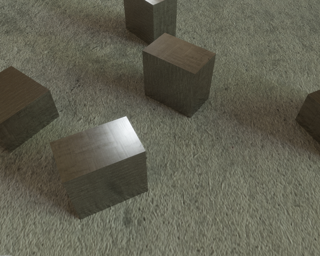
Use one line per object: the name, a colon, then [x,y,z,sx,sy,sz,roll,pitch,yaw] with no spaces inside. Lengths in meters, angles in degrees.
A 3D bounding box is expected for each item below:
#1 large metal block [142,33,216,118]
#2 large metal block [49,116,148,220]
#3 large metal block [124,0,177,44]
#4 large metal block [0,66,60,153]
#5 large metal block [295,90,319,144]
large metal block: [0.025,-0.072,0.428,0.080,0.080,0.050,29,56,22]
large metal block: [-0.061,0.044,0.330,0.081,0.080,0.050,-20,53,-16]
large metal block: [-0.017,-0.198,0.534,0.050,0.080,0.080,-33,58,-25]
large metal block: [-0.197,-0.027,0.408,0.080,0.050,0.080,31,56,23]
large metal block: [0.241,-0.013,0.399,0.081,0.050,0.080,-20,53,-16]
